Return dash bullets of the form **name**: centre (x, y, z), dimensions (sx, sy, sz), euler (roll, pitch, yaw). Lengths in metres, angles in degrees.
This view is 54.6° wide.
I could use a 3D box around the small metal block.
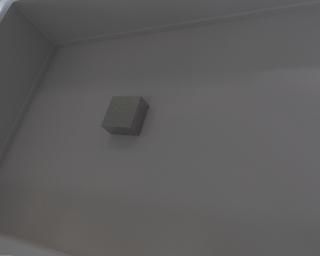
- **small metal block**: centre (-0.049, -0.018, 0.444), dimensions (0.050, 0.025, 0.050), euler (3, 63, 29)
